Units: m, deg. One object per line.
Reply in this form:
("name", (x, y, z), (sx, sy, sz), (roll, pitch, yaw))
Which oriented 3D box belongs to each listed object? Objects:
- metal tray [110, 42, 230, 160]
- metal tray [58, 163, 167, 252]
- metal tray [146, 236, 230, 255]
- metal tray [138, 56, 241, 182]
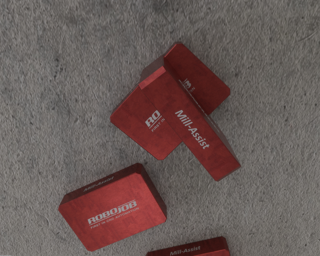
("metal tray", (0.012, -0.032, 0.395), (0.090, 0.030, 0.130), (40, 105, -14))
("metal tray", (-0.066, 0.116, 0.449), (0.130, 0.030, 0.090), (-25, 109, 8))
("metal tray", (0.050, 0.229, 0.491), (0.131, 0.030, 0.089), (-14, 110, 5))
("metal tray", (0.031, -0.014, 0.337), (0.030, 0.090, 0.130), (-36, 106, 12))
